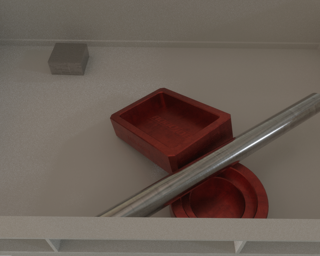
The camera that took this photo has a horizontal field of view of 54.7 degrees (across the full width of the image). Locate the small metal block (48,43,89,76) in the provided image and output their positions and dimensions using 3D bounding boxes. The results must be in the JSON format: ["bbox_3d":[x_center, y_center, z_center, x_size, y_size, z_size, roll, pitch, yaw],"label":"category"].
[{"bbox_3d":[-0.145,-0.111,0.496,0.050,0.025,0.050,2,50,1],"label":"small metal block"}]

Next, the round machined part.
[{"bbox_3d":[0.059,0.082,0.326,0.099,0.042,0.098,0,50,0],"label":"round machined part"}]

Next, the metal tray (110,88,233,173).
[{"bbox_3d":[0.010,-0.003,0.375,0.091,0.030,0.130,-32,37,-24],"label":"metal tray"}]

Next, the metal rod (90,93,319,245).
[{"bbox_3d":[0.070,0.029,0.327,0.302,0.025,0.025,-26,55,-23],"label":"metal rod"}]
